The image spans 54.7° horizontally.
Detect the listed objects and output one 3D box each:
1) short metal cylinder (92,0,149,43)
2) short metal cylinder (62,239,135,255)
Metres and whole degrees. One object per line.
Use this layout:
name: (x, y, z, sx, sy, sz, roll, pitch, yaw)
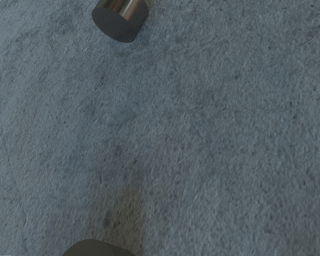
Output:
short metal cylinder: (-0.066, -0.189, 0.517, 0.080, 0.080, 0.050, 14, 69, 33)
short metal cylinder: (-0.064, 0.161, 0.321, 0.080, 0.050, 0.080, -13, 56, 20)
